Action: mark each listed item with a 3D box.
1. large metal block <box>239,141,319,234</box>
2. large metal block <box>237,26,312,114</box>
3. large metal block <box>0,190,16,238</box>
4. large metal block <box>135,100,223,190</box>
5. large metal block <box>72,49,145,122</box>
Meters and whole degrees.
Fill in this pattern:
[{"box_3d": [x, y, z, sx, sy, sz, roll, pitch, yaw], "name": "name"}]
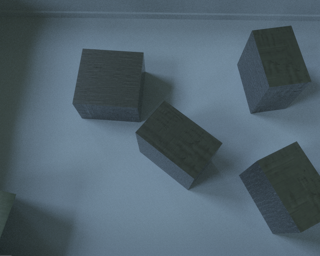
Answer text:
[{"box_3d": [0.142, 0.072, 0.355, 0.050, 0.080, 0.080, -25, 72, -9], "name": "large metal block"}, {"box_3d": [0.145, -0.074, 0.408, 0.050, 0.080, 0.080, -8, 70, -3], "name": "large metal block"}, {"box_3d": [-0.205, 0.104, 0.334, 0.050, 0.080, 0.080, 25, 67, -32], "name": "large metal block"}, {"box_3d": [0.020, 0.024, 0.372, 0.080, 0.080, 0.050, 38, 74, 12], "name": "large metal block"}, {"box_3d": [-0.064, -0.056, 0.416, 0.080, 0.050, 0.080, 4, 70, 1], "name": "large metal block"}]
